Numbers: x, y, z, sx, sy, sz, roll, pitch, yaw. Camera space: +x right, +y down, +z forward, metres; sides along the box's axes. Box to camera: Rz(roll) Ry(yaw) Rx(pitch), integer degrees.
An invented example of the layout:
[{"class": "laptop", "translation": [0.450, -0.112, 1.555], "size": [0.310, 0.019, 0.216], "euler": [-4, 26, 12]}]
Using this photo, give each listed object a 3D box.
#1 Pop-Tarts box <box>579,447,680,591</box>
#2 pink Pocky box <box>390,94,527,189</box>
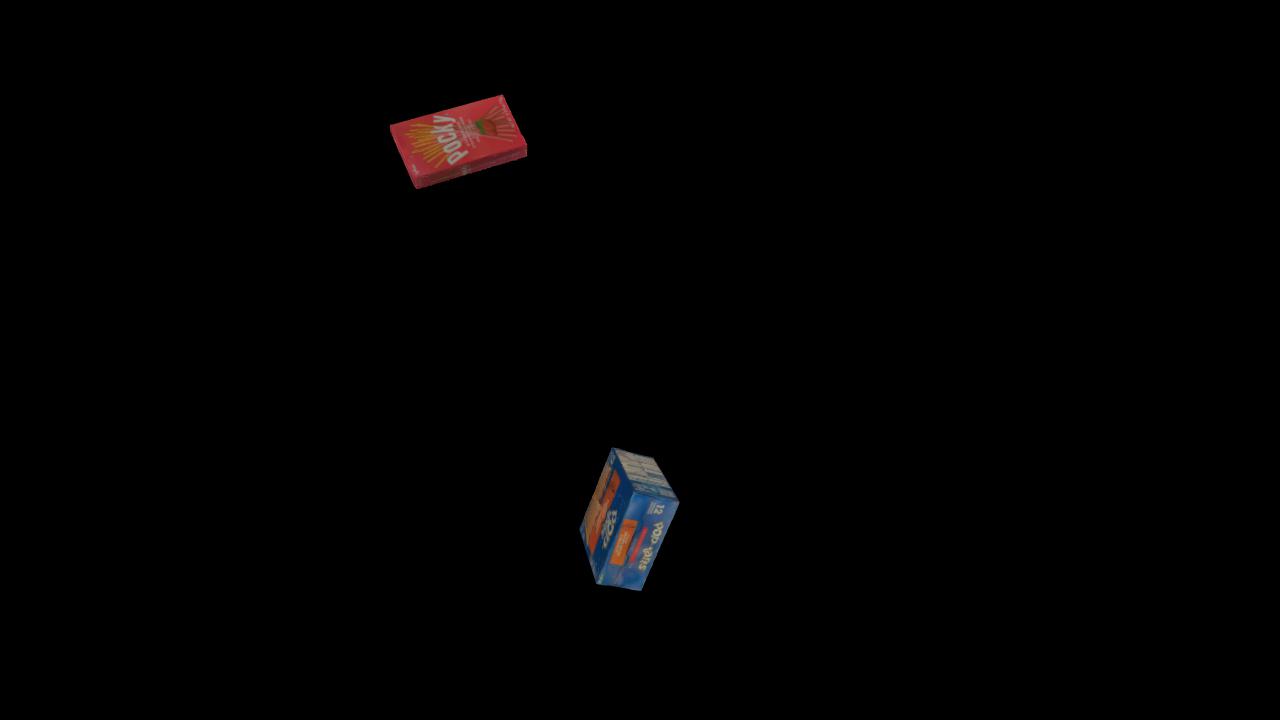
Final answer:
[{"class": "Pop-Tarts box", "translation": [-0.023, 0.251, 0.984], "size": [0.083, 0.167, 0.141], "euler": [15, 16, -22]}, {"class": "pink Pocky box", "translation": [-0.234, -0.285, 0.801], "size": [0.155, 0.084, 0.029], "euler": [-23, -10, -16]}]
